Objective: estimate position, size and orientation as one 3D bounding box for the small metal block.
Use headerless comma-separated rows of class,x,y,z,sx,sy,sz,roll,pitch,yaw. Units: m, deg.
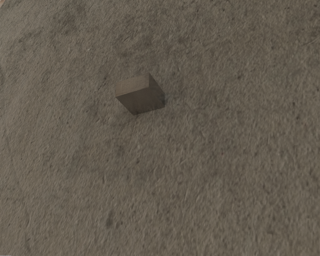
small metal block,-0.027,-0.046,0.431,0.050,0.050,0.025,-14,56,21
